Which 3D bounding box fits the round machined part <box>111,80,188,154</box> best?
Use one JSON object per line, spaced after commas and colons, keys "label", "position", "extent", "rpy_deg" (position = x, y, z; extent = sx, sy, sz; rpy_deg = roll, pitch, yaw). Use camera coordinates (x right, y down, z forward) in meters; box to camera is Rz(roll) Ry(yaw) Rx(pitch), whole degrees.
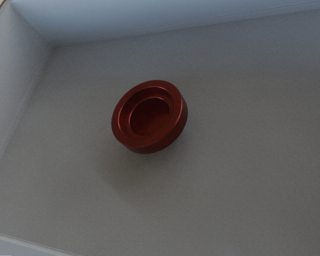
{"label": "round machined part", "position": [-0.010, -0.011, 0.400], "extent": [0.098, 0.042, 0.098], "rpy_deg": [-13, 56, 20]}
